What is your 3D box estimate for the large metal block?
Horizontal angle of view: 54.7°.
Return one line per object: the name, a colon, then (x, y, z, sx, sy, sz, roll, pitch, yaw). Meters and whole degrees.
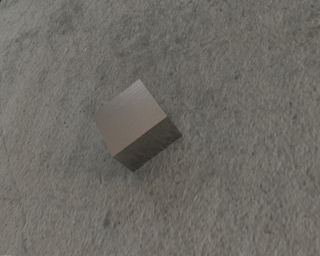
large metal block: (-0.031, -0.004, 0.405, 0.080, 0.050, 0.080, -37, 51, 3)
